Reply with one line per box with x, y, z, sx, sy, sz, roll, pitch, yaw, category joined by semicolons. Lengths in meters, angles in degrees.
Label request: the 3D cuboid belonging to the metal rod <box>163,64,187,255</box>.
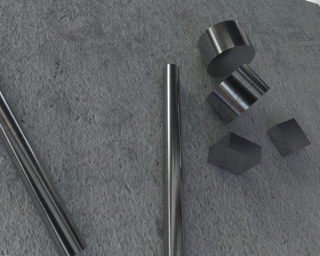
0.016;0.040;0.387;0.025;0.025;0.299;14;56;-21;metal rod

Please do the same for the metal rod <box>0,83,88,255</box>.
-0.158;-0.005;0.321;0.025;0.025;0.299;-24;75;-36;metal rod

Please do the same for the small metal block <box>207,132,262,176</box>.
0.101;0.036;0.420;0.050;0.050;0.025;24;53;-14;small metal block

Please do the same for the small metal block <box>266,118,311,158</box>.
0.211;0.016;0.508;0.050;0.025;0.050;-16;70;-34;small metal block

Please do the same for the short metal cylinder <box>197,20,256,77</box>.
0.107;-0.127;0.503;0.081;0.080;0.050;-3;64;-30;short metal cylinder

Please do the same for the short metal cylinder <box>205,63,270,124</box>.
0.115;-0.051;0.461;0.050;0.080;0.081;49;51;6;short metal cylinder
